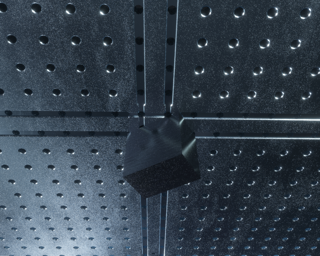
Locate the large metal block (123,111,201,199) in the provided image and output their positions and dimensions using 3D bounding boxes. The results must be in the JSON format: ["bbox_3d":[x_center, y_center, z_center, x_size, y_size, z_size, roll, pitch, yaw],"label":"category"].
[{"bbox_3d":[0.002,0.035,0.405,0.080,0.080,0.050,-23,127,18],"label":"large metal block"}]
